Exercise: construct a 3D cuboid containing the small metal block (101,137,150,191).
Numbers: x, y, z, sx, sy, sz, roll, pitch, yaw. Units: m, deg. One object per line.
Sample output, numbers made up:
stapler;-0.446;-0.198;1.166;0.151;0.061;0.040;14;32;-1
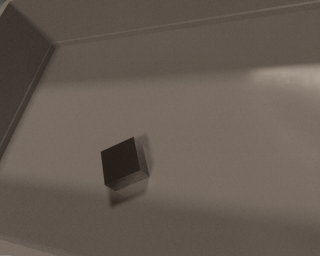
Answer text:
small metal block;-0.046;0.047;0.400;0.050;0.025;0.050;-24;53;13
